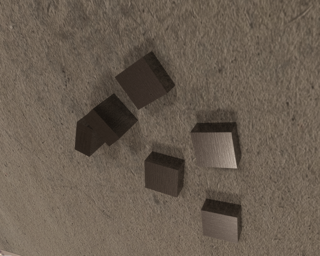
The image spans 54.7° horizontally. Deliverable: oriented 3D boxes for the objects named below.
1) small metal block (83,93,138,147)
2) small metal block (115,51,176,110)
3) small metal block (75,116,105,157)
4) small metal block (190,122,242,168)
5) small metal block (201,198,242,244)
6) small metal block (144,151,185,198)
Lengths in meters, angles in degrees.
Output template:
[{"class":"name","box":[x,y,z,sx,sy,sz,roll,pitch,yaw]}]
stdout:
[{"class":"small metal block","box":[-0.065,-0.012,0.416,0.050,0.050,0.025,49,129,-7]},{"class":"small metal block","box":[-0.018,-0.057,0.380,0.050,0.025,0.050,-27,104,37]},{"class":"small metal block","box":[-0.094,0.004,0.441,0.025,0.050,0.050,25,127,12]},{"class":"small metal block","box":[0.070,0.021,0.382,0.050,0.025,0.050,-1,118,28]},{"class":"small metal block","box":[0.088,0.132,0.441,0.050,0.025,0.050,6,121,25]},{"class":"small metal block","box":[0.006,0.066,0.443,0.050,0.025,0.050,13,124,20]}]
